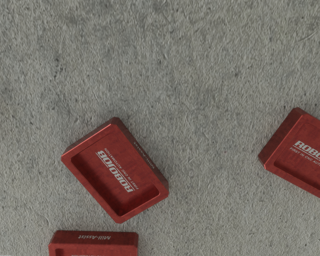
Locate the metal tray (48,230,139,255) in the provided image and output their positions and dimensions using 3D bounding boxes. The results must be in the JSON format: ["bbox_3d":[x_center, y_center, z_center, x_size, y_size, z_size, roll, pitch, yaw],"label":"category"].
[{"bbox_3d":[-0.100,0.207,0.482,0.131,0.030,0.089,2,110,-1],"label":"metal tray"}]

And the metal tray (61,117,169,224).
[{"bbox_3d":[-0.059,0.061,0.428,0.090,0.030,0.130,-32,107,11],"label":"metal tray"}]

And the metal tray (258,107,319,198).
[{"bbox_3d":[0.215,0.041,0.423,0.131,0.030,0.090,28,108,-10],"label":"metal tray"}]
